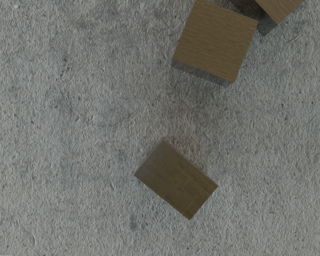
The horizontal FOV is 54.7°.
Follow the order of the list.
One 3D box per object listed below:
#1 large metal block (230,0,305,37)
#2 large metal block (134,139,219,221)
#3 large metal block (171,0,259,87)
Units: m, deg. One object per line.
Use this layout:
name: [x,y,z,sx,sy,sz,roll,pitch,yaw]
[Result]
large metal block: [0.144,-0.181,0.398,0.080,0.050,0.080,-43,90,0]
large metal block: [0.018,0.058,0.382,0.080,0.080,0.050,39,90,0]
large metal block: [0.067,-0.106,0.398,0.080,0.050,0.080,21,90,0]
